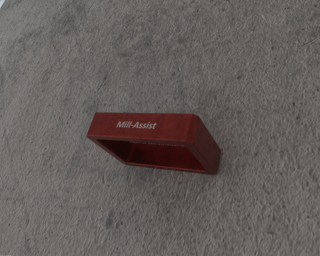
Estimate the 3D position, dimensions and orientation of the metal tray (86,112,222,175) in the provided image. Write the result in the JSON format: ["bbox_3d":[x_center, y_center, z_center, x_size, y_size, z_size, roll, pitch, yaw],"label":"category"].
[{"bbox_3d":[-0.006,0.018,0.355,0.130,0.090,0.030,2,63,29],"label":"metal tray"}]
